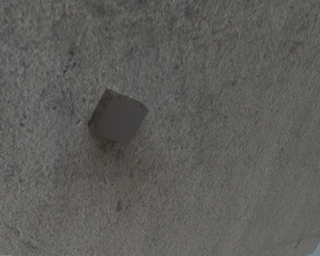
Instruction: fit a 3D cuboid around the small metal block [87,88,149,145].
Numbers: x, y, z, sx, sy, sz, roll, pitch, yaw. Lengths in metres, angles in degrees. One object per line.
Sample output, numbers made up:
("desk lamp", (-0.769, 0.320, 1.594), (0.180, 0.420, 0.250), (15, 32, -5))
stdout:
("small metal block", (-0.050, -0.013, 0.371), (0.050, 0.025, 0.050), (21, 107, -36))
